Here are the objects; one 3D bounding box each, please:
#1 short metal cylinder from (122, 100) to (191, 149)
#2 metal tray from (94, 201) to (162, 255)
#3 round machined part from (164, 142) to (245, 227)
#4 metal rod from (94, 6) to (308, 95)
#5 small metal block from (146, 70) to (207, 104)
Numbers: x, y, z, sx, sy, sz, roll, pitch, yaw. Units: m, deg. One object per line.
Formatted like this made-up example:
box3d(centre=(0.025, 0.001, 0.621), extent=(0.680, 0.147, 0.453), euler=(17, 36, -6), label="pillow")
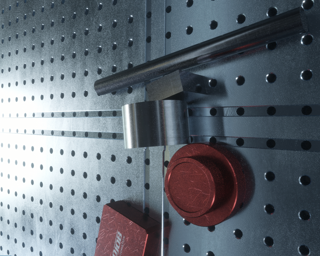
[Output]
box3d(centre=(-0.005, -0.003, 0.376), extent=(0.080, 0.081, 0.050), euler=(-7, 86, 39), label="short metal cylinder")
box3d(centre=(-0.052, 0.183, 0.447), extent=(0.090, 0.030, 0.129), euler=(19, 102, 38), label="metal tray")
box3d(centre=(0.044, 0.066, 0.360), extent=(0.098, 0.042, 0.097), euler=(0, 90, 39), label="round machined part")
box3d(centre=(0.022, -0.083, 0.389), extent=(0.300, 0.025, 0.025), euler=(-10, 84, 39), label="metal rod")
box3d(centre=(0.020, -0.046, 0.375), extent=(0.050, 0.050, 0.025), euler=(-19, 77, 38), label="small metal block")
